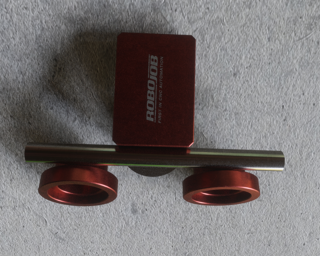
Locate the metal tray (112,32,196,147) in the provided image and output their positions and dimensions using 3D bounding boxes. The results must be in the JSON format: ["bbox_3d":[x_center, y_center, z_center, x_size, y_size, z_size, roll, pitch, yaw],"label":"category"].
[{"bbox_3d":[-0.006,-0.043,0.364,0.091,0.030,0.129,2,84,-2],"label":"metal tray"}]

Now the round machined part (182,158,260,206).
[{"bbox_3d":[0.079,0.071,0.411,0.099,0.042,0.098,0,153,0],"label":"round machined part"}]

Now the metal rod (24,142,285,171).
[{"bbox_3d":[-0.005,0.035,0.371,0.302,0.025,0.025,2,110,-2],"label":"metal rod"}]

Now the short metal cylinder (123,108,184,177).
[{"bbox_3d":[-0.009,0.016,0.404,0.081,0.050,0.079,0,110,-1],"label":"short metal cylinder"}]

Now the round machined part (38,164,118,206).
[{"bbox_3d":[-0.105,0.068,0.408,0.099,0.042,0.098,-1,149,0],"label":"round machined part"}]
